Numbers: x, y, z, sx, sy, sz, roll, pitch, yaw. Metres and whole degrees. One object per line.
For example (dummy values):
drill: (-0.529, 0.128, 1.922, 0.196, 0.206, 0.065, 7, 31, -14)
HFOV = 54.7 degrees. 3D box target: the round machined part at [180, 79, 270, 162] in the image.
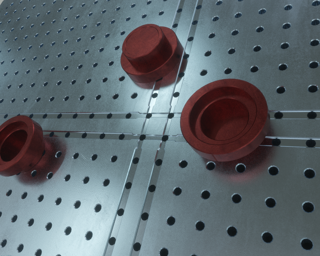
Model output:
round machined part: (0.077, -0.006, 0.360, 0.098, 0.042, 0.098, -13, 56, 20)

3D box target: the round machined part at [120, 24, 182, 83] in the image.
round machined part: (-0.019, -0.122, 0.481, 0.098, 0.042, 0.098, -13, 56, 20)

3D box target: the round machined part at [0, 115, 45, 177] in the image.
round machined part: (-0.225, 0.032, 0.493, 0.098, 0.042, 0.098, -13, 56, 20)
